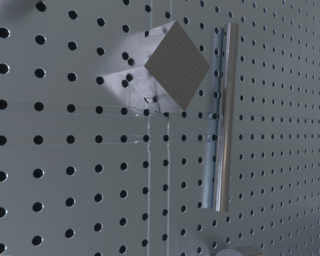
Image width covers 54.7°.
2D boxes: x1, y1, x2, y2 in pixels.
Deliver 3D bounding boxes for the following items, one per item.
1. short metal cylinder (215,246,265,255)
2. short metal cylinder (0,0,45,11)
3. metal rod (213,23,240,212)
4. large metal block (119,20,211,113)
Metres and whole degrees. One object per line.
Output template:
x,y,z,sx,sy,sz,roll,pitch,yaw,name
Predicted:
0.127,0.228,0.481,0.050,0.080,0.080,12,83,-40,short metal cylinder
-0.131,-0.155,0.283,0.081,0.050,0.079,0,90,-40,short metal cylinder
0.106,-0.019,0.498,0.025,0.025,0.298,7,86,-40,metal rod
0.009,-0.076,0.401,0.080,0.050,0.080,46,63,-31,large metal block
